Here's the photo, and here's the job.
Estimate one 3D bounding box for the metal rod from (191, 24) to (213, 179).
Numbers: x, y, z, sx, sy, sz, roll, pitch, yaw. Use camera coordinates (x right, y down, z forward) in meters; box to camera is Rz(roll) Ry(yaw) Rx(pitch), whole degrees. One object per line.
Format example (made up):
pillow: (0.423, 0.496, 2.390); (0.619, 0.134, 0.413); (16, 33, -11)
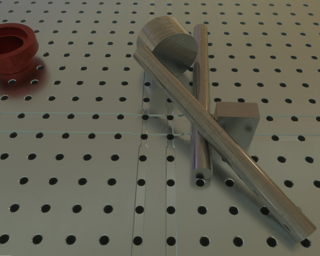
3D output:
metal rod: (0.061, -0.061, 0.458); (0.025, 0.025, 0.300); (3, 50, 3)

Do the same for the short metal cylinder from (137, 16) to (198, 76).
short metal cylinder: (0.011, -0.122, 0.475); (0.081, 0.080, 0.050); (-19, 53, -15)

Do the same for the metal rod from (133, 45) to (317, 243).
metal rod: (0.062, 0.003, 0.373); (0.025, 0.025, 0.300); (-30, 66, -23)

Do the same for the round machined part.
round machined part: (-0.246, -0.124, 0.499); (0.099, 0.042, 0.098); (0, 50, 0)

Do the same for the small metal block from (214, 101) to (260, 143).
small metal block: (0.095, -0.007, 0.398); (0.050, 0.050, 0.025); (2, 50, 2)
